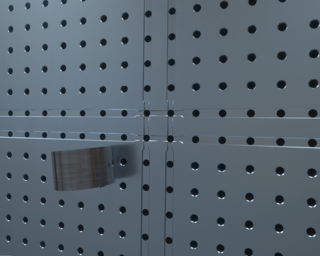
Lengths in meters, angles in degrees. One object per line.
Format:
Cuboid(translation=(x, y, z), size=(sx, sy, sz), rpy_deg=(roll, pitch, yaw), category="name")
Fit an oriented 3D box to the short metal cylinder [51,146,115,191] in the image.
Cuboid(translation=(-0.103, 0.053, 0.420), size=(0.080, 0.080, 0.050), rpy_deg=(-6, 88, 20), category="short metal cylinder")
